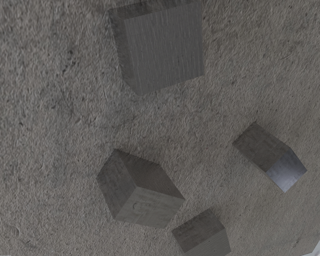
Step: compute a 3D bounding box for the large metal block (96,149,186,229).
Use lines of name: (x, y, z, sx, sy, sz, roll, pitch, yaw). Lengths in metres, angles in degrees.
large metal block: (-0.027, 0.080, 0.406, 0.080, 0.080, 0.050, 25, 105, -37)

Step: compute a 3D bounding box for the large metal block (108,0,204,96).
large metal block: (-0.002, -0.091, 0.333, 0.081, 0.050, 0.080, -20, 126, -17)

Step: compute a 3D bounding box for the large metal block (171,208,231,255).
large metal block: (0.076, 0.205, 0.559, 0.080, 0.050, 0.080, -28, 128, -11)

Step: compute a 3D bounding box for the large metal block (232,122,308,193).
large metal block: (0.175, 0.046, 0.495, 0.050, 0.080, 0.080, -47, 129, 4)
